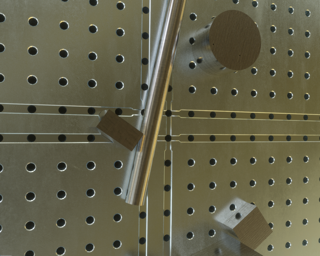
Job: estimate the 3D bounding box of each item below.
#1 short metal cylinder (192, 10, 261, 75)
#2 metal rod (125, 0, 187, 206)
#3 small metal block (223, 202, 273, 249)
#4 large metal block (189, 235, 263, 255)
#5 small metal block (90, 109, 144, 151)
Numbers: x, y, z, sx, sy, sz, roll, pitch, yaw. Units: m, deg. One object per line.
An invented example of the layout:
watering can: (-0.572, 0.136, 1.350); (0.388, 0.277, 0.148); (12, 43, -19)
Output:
short metal cylinder: (0.092, -0.116, 0.433); (0.081, 0.050, 0.080); (0, 90, -20)
metal rod: (-0.003, -0.049, 0.411); (0.025, 0.025, 0.298); (13, 86, -20)
small metal block: (0.131, 0.148, 0.461); (0.050, 0.025, 0.050); (-37, 102, -16)
large metal block: (0.089, 0.197, 0.416); (0.081, 0.080, 0.050); (-19, 97, -19)
small metal block: (-0.054, 0.003, 0.379); (0.050, 0.050, 0.025); (37, 79, -17)
